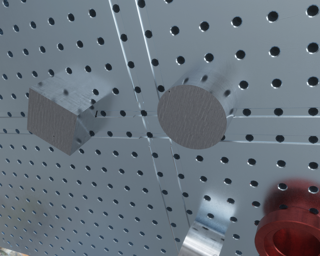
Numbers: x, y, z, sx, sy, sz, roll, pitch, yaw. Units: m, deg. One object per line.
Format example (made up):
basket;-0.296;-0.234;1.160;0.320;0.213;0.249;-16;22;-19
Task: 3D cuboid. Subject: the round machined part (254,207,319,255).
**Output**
round machined part;0.175;0.141;0.395;0.098;0.042;0.097;13;124;21

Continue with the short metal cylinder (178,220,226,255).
short metal cylinder;0.058;0.185;0.460;0.050;0.080;0.079;23;127;15

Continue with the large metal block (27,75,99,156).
large metal block;-0.146;-0.019;0.460;0.080;0.050;0.079;30;128;9

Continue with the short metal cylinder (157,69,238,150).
short metal cylinder;0.044;-0.022;0.358;0.080;0.050;0.079;13;124;21
